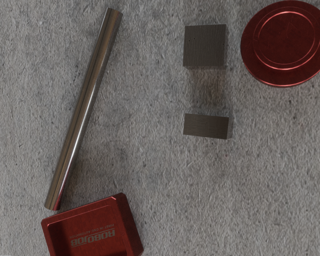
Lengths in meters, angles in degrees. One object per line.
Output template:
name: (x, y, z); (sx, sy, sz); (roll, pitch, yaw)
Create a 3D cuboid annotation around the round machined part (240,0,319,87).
round machined part: (0.142, -0.096, 0.350); (0.098, 0.042, 0.097); (0, 90, 19)

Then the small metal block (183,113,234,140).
small metal block: (0.060, -0.002, 0.374); (0.050, 0.050, 0.025); (7, 92, 19)

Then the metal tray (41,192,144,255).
metal tray: (-0.098, 0.154, 0.439); (0.130, 0.030, 0.090); (-21, 83, 18)

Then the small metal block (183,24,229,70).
small metal block: (0.058, -0.100, 0.388); (0.050, 0.025, 0.050); (4, 91, 19)

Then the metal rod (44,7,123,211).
metal rod: (-0.112, -0.022, 0.447); (0.025, 0.025, 0.298); (21, 97, 18)
